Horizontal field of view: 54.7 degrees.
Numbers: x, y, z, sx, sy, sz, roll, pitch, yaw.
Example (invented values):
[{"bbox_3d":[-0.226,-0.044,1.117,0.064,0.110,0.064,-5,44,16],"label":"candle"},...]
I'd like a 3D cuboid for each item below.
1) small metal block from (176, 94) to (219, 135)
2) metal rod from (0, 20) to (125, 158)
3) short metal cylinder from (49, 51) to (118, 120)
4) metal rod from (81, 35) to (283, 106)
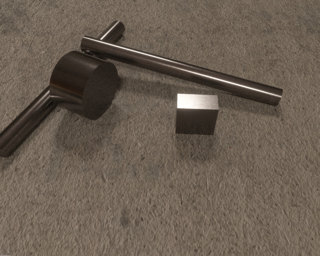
[{"bbox_3d":[0.047,-0.017,0.402,0.050,0.050,0.025,2,50,1],"label":"small metal block"},{"bbox_3d":[-0.136,-0.077,0.465,0.025,0.025,0.301,19,52,15],"label":"metal rod"},{"bbox_3d":[-0.099,-0.057,0.414,0.050,0.080,0.080,22,53,17],"label":"short metal cylinder"},{"bbox_3d":[0.027,-0.087,0.459,0.301,0.025,0.025,17,52,6],"label":"metal rod"}]
